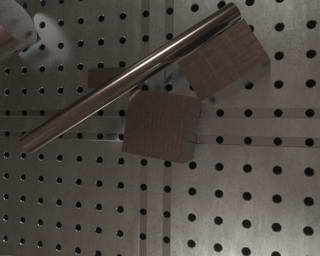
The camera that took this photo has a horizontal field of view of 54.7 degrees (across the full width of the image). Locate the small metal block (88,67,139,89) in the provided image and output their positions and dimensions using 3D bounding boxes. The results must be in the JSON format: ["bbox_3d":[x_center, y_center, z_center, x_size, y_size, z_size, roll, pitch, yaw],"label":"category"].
[{"bbox_3d":[-0.062,-0.065,0.420,0.050,0.050,0.025,1,91,19],"label":"small metal block"}]

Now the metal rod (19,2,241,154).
[{"bbox_3d":[-0.034,-0.062,0.376,0.301,0.025,0.025,-33,79,-2],"label":"metal rod"}]

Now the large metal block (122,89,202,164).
[{"bbox_3d":[0.003,-0.003,0.397,0.080,0.050,0.079,10,93,19],"label":"large metal block"}]

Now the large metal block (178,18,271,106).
[{"bbox_3d":[0.077,-0.069,0.356,0.080,0.080,0.050,-32,80,17],"label":"large metal block"}]

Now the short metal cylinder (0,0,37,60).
[{"bbox_3d":[-0.234,-0.150,0.464,0.050,0.080,0.080,-24,82,18],"label":"short metal cylinder"}]
